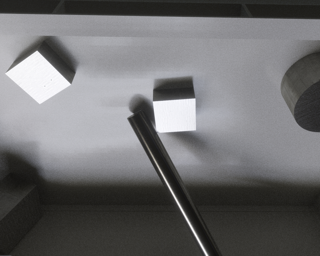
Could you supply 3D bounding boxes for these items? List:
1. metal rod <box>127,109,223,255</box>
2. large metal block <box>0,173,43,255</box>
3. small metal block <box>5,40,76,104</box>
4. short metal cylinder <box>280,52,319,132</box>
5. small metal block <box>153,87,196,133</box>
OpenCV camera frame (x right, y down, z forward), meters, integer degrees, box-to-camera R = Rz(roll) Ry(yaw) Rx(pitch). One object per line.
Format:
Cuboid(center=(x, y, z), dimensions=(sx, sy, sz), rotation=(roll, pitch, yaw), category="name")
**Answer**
Cuboid(center=(0.038, 0.112, 0.421), dimensions=(0.025, 0.025, 0.299), rotation=(-25, 100, 19), category="metal rod")
Cuboid(center=(-0.231, 0.130, 0.471), dimensions=(0.050, 0.080, 0.079), rotation=(21, 131, 14), category="large metal block")
Cuboid(center=(-0.135, -0.062, 0.354), dimensions=(0.050, 0.025, 0.050), rotation=(-27, 126, 20), category="small metal block")
Cuboid(center=(0.189, -0.041, 0.361), dimensions=(0.081, 0.050, 0.079), rotation=(0, 130, 0), category="short metal cylinder")
Cuboid(center=(0.019, -0.022, 0.391), dimensions=(0.050, 0.025, 0.050), rotation=(-4, 130, 3), category="small metal block")
